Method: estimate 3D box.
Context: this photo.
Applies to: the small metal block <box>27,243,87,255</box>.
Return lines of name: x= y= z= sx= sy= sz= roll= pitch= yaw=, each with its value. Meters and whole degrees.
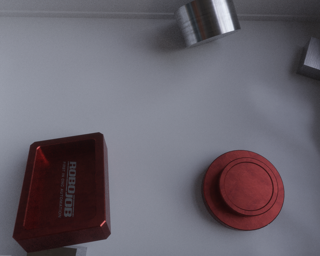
small metal block: x=-0.113 y=0.143 z=0.343 sx=0.050 sy=0.050 sz=0.025 roll=6 pitch=70 yaw=2

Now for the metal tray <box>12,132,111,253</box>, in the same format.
metal tray: x=-0.106 y=0.066 z=0.353 sx=0.091 sy=0.030 sz=0.130 roll=-9 pitch=46 yaw=-4

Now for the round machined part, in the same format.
round machined part: x=0.102 y=0.073 z=0.375 sx=0.099 sy=0.042 sz=0.098 roll=0 pitch=70 yaw=-1

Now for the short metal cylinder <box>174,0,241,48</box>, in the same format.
short metal cylinder: x=0.065 y=-0.147 z=0.428 sx=0.081 sy=0.080 sz=0.050 roll=-19 pitch=98 yaw=-7

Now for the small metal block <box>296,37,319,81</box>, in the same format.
small metal block: x=0.233 y=-0.097 z=0.448 sx=0.050 sy=0.025 sz=0.050 roll=21 pitch=71 yaw=7
